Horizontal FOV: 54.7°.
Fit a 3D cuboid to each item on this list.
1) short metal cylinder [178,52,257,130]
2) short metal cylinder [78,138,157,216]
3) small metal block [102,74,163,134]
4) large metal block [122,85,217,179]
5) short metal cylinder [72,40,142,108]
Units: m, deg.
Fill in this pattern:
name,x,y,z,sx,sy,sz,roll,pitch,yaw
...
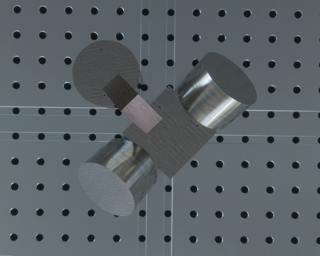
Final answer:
name,x,y,z,sx,sy,sz,roll,pitch,yaw
short metal cylinder,0.069,-0.045,0.376,0.080,0.080,0.050,43,129,0
short metal cylinder,-0.051,0.059,0.376,0.080,0.050,0.079,18,130,23
small metal block,-0.031,-0.027,0.347,0.025,0.050,0.050,-45,47,2
large metal block,0.012,0.005,0.395,0.080,0.050,0.080,44,90,0
short metal cylinder,-0.065,-0.066,0.397,0.081,0.050,0.079,0,90,0
